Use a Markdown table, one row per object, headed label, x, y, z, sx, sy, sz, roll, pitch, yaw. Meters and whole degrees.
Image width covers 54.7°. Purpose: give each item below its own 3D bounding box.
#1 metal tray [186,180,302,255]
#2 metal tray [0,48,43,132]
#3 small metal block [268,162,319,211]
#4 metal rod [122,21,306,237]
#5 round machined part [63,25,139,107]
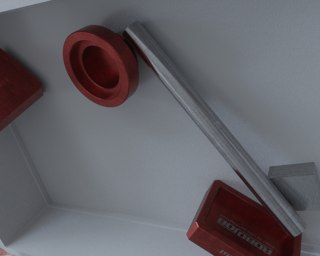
| label | x | y | z | sx | sy | sz | roll | pitch | yaw |
| --- | --- | --- | --- | --- | --- | --- | --- | --- | --- |
| metal tray | 0.109 | 0.133 | 0.390 | 0.130 | 0.090 | 0.030 | 31 | 128 | 8 |
| metal tray | -0.247 | -0.043 | 0.442 | 0.090 | 0.130 | 0.030 | 41 | 155 | 0 |
| small metal block | 0.161 | 0.071 | 0.367 | 0.050 | 0.025 | 0.050 | -12 | 113 | 32 |
| metal rod | 0.062 | 0.002 | 0.356 | 0.300 | 0.025 | 0.025 | 50 | 128 | -1 |
| round machined part | -0.066 | -0.077 | 0.376 | 0.098 | 0.042 | 0.097 | 20 | 134 | 23 |
